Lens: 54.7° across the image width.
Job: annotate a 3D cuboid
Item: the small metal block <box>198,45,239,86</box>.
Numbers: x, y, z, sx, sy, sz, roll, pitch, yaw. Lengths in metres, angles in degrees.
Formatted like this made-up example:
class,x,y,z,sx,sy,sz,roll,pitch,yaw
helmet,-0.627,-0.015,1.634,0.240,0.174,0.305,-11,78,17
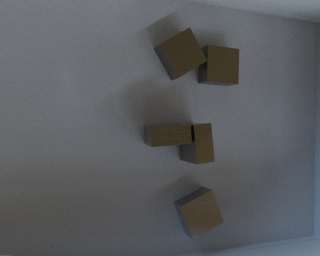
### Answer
class,x,y,z,sx,sy,sz,roll,pitch,yaw
small metal block,0.084,-0.088,0.441,0.050,0.025,0.050,2,90,-20

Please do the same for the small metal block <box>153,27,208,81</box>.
class,x,y,z,sx,sy,sz,roll,pitch,yaw
small metal block,0.028,-0.100,0.420,0.050,0.025,0.050,-33,101,-17

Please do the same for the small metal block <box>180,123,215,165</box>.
class,x,y,z,sx,sy,sz,roll,pitch,yaw
small metal block,0.047,0.020,0.415,0.025,0.050,0.050,-6,92,-20

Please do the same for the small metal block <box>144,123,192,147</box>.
class,x,y,z,sx,sy,sz,roll,pitch,yaw
small metal block,0.009,0.008,0.397,0.050,0.050,0.025,-4,92,-12

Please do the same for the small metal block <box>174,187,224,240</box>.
class,x,y,z,sx,sy,sz,roll,pitch,yaw
small metal block,0.054,0.117,0.430,0.050,0.025,0.050,-23,98,-19
